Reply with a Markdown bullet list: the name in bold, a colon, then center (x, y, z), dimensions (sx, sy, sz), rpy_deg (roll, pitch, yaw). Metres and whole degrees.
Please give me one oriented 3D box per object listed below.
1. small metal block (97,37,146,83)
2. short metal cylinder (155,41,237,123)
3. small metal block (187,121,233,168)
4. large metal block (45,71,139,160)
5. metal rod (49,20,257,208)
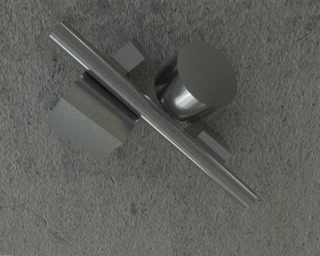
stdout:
- **small metal block**: center (-0.044, -0.080, 0.368), dimensions (0.050, 0.050, 0.025), rpy_deg (-37, 106, 12)
- **short metal cylinder**: center (0.041, -0.052, 0.357), dimensions (0.080, 0.080, 0.050), rpy_deg (37, 147, -13)
- **small metal block**: center (0.062, 0.018, 0.402), dimensions (0.050, 0.050, 0.025), rpy_deg (39, 105, -14)
- **large metal block**: center (-0.080, -0.013, 0.373), dimensions (0.080, 0.050, 0.080), rpy_deg (39, 146, -14)
- **metal rod**: center (0.003, -0.005, 0.356), dimensions (0.300, 0.025, 0.025), rpy_deg (41, 105, -14)
